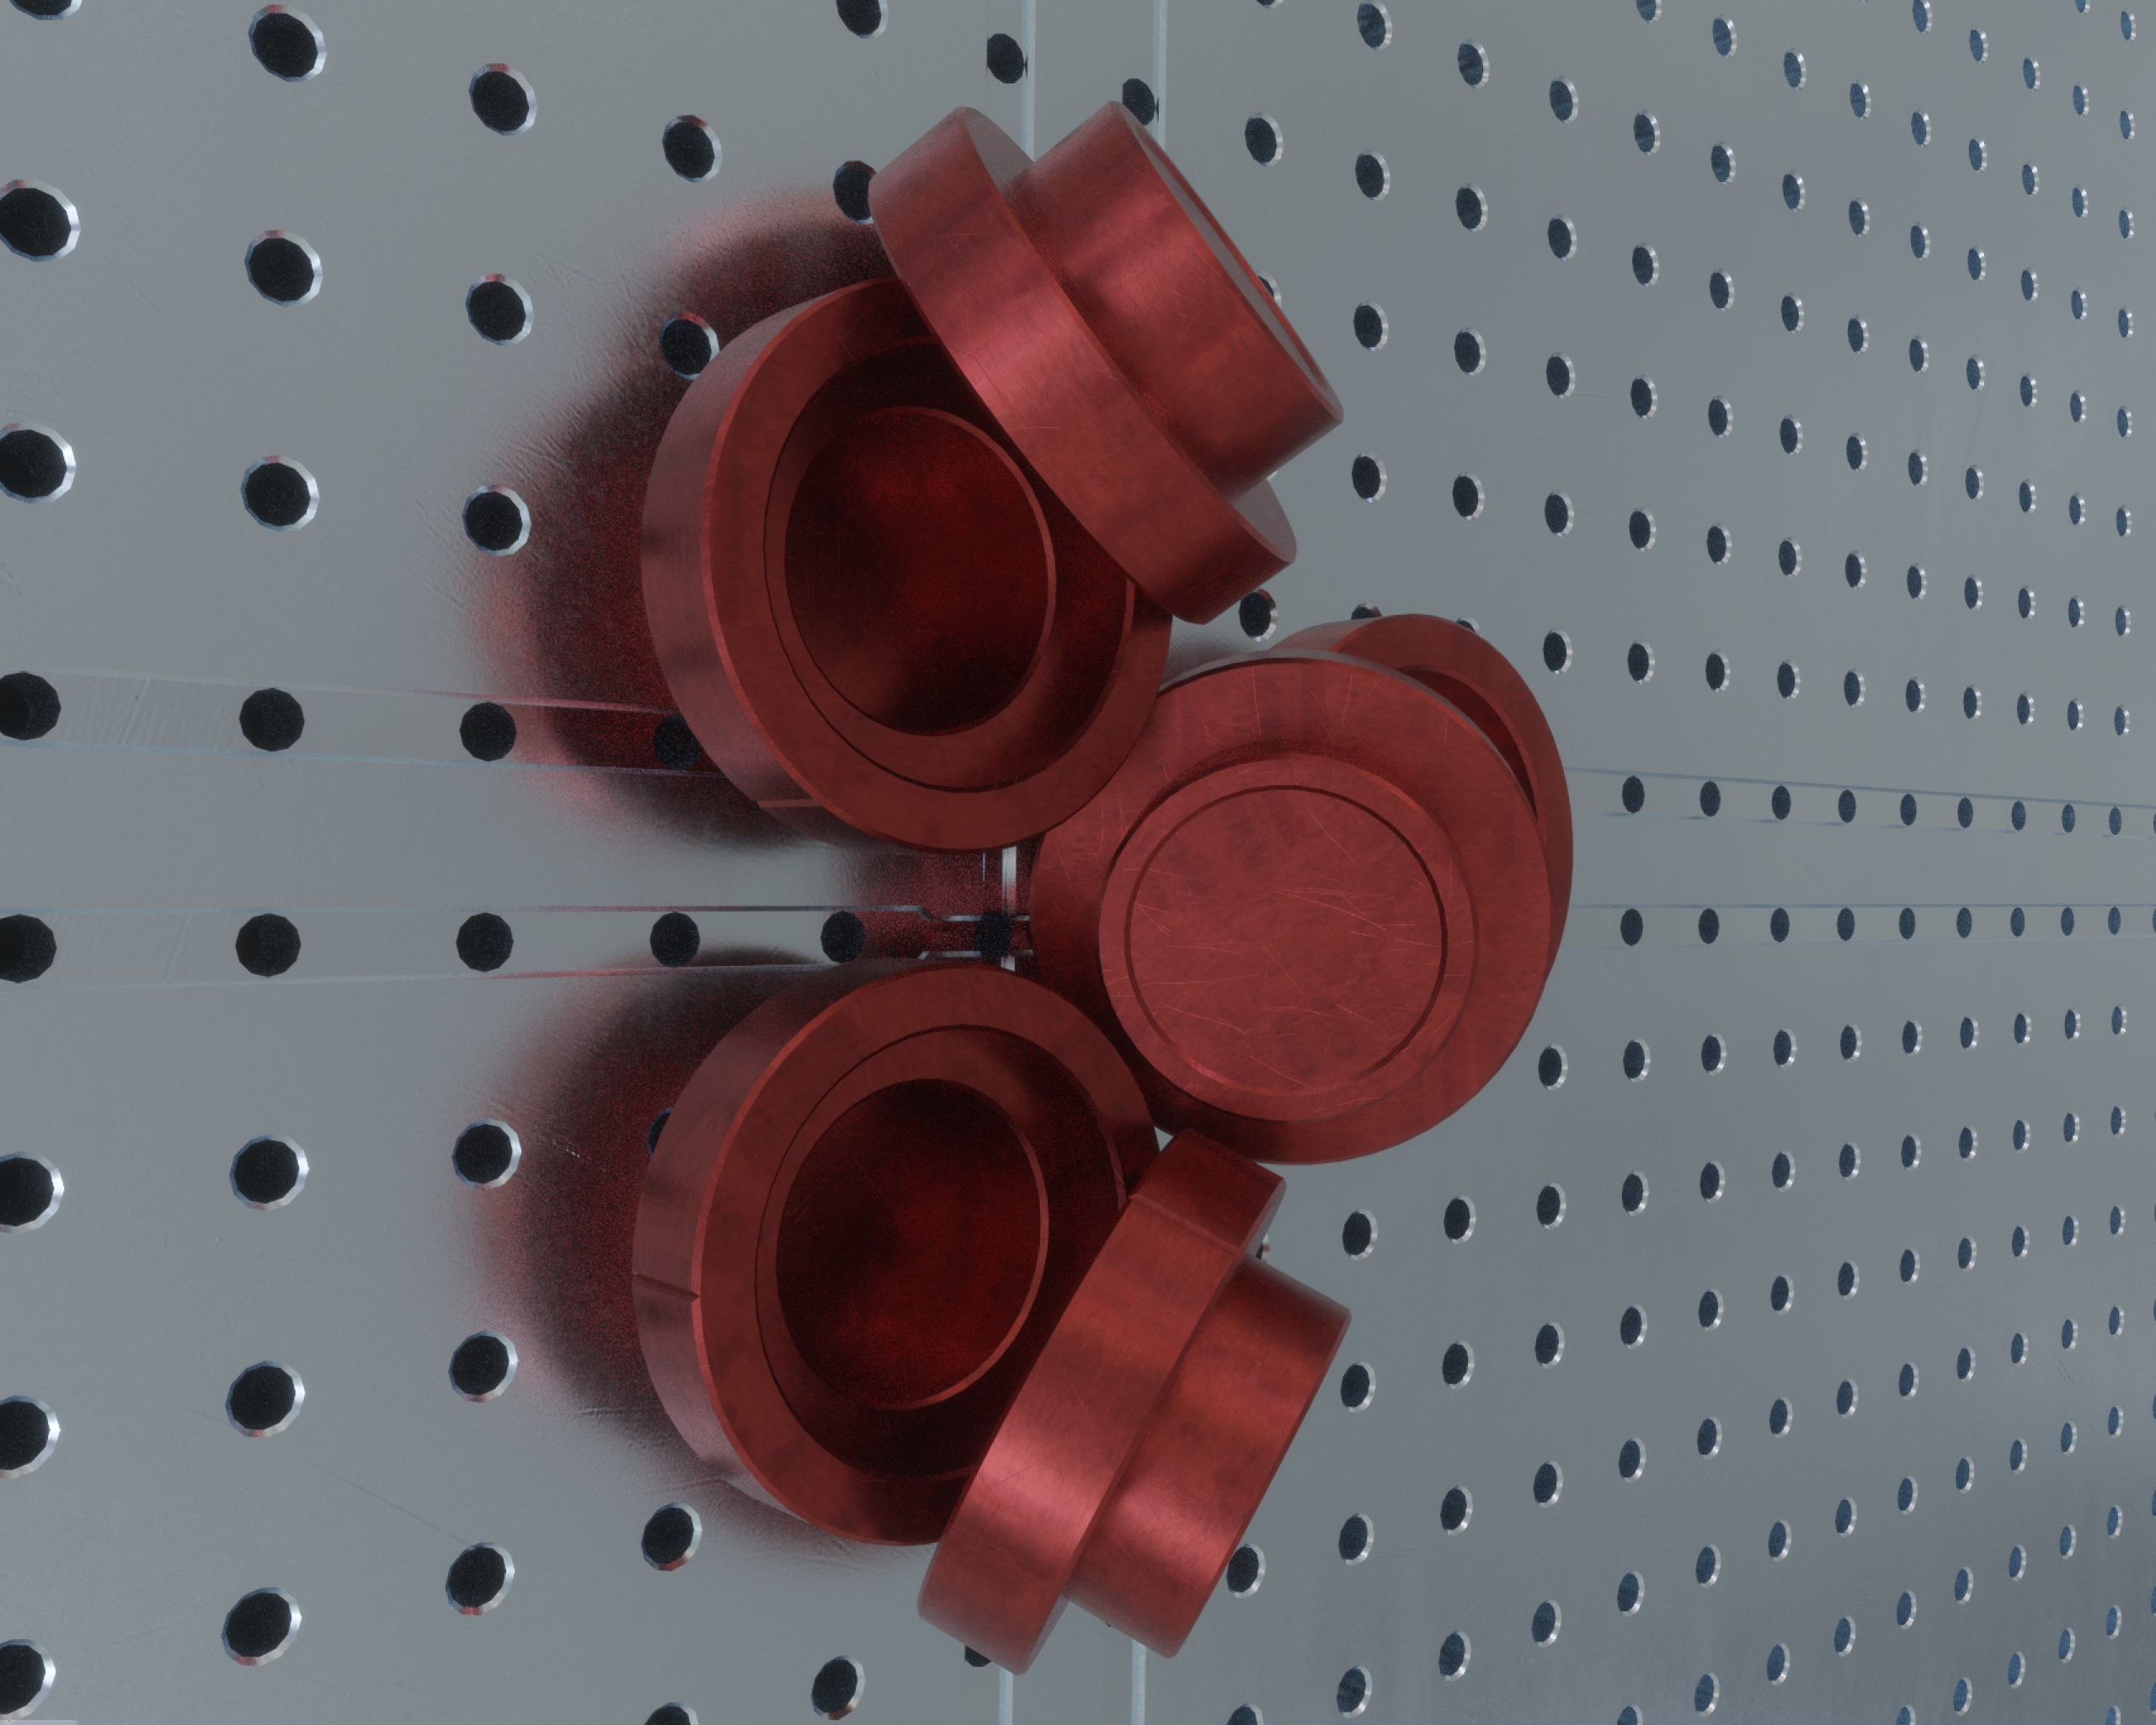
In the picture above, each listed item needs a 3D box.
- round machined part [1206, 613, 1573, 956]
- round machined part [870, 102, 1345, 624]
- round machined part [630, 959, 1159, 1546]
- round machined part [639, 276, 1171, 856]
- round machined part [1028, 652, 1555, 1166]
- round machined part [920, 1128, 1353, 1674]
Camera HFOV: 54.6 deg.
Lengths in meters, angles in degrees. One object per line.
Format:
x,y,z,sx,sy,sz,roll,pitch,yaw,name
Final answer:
0.058,-0.003,0.445,0.099,0.042,0.097,0,90,-40,round machined part
0.011,-0.094,0.370,0.098,0.042,0.098,49,17,-20,round machined part
-0.035,0.065,0.368,0.099,0.042,0.097,0,90,-40,round machined part
-0.033,-0.050,0.368,0.099,0.042,0.097,0,90,-40,round machined part
0.039,0.010,0.390,0.042,0.098,0.097,-56,136,-77,round machined part
0.015,0.100,0.372,0.042,0.098,0.098,28,71,11,round machined part
